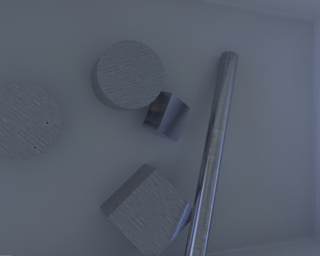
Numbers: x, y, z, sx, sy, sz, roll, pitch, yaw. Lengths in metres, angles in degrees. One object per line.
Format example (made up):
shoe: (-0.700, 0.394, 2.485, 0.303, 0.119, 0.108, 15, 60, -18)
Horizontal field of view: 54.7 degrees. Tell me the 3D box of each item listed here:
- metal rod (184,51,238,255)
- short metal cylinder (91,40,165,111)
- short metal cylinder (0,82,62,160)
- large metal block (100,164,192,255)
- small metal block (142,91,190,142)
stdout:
metal rod: (0.069, 0.033, 0.402, 0.025, 0.025, 0.299, 20, 70, -19)
short metal cylinder: (-0.041, -0.062, 0.383, 0.081, 0.050, 0.079, 0, 90, -20)
short metal cylinder: (-0.152, -0.008, 0.341, 0.081, 0.050, 0.079, 0, 90, -21)
large metal block: (-0.015, 0.104, 0.393, 0.080, 0.050, 0.080, -44, 104, -15)
small metal block: (0.009, -0.015, 0.402, 0.050, 0.025, 0.050, 32, 77, -54)
